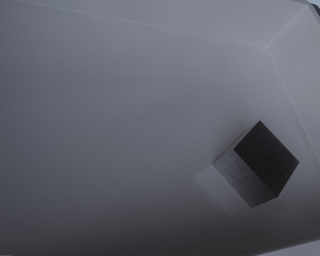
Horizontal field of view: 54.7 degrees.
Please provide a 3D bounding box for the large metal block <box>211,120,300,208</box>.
[{"bbox_3d":[0.133,0.049,0.431,0.080,0.050,0.080,48,51,5],"label":"large metal block"}]
